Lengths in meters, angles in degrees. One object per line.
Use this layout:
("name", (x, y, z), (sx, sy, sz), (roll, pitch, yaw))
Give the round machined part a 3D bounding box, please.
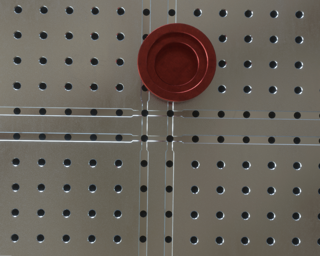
("round machined part", (0.021, -0.082, 0.405), (0.099, 0.042, 0.097), (0, 90, 0))
